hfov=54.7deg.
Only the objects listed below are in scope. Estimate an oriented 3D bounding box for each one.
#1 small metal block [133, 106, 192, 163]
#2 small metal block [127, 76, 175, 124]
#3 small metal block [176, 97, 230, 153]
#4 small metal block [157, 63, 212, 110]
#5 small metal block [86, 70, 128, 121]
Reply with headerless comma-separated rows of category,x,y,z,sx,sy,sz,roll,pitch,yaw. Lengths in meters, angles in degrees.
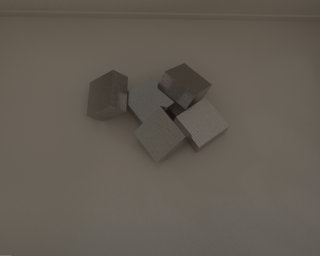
small metal block,0.003,0.008,0.393,0.050,0.025,0.050,-44,73,18
small metal block,-0.016,-0.034,0.420,0.050,0.025,0.050,-36,74,-13
small metal block,0.055,-0.004,0.410,0.050,0.025,0.050,-34,74,-12
small metal block,0.034,-0.057,0.417,0.050,0.025,0.050,41,40,13
small metal block,-0.069,-0.042,0.408,0.050,0.025,0.050,-17,63,40
